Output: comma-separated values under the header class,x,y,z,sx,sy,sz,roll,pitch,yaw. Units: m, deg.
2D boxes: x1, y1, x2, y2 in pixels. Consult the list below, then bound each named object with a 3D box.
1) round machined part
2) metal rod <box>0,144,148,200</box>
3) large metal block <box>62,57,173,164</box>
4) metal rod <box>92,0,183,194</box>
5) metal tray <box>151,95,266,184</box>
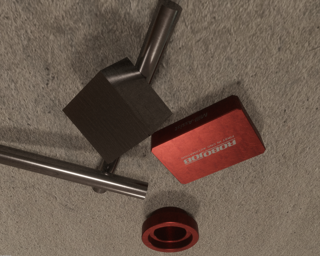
class,x,y,z,sx,sy,sz,roll,pitch,yaw
round machined part,0.018,0.176,0.546,0.099,0.042,0.097,-1,130,0
metal rod,-0.165,0.050,0.425,0.302,0.025,0.025,16,129,-6
large metal block,-0.048,-0.018,0.346,0.080,0.050,0.080,-35,97,38
metal rod,-0.042,-0.014,0.394,0.025,0.025,0.298,16,128,-13
metal tray,0.064,0.021,0.423,0.130,0.030,0.090,-26,126,20
